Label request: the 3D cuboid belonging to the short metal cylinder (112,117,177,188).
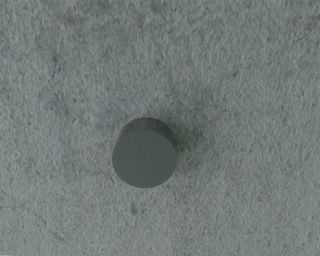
[{"bbox_3d":[-0.019,0.032,0.408,0.081,0.050,0.079,0,110,-1],"label":"short metal cylinder"}]
